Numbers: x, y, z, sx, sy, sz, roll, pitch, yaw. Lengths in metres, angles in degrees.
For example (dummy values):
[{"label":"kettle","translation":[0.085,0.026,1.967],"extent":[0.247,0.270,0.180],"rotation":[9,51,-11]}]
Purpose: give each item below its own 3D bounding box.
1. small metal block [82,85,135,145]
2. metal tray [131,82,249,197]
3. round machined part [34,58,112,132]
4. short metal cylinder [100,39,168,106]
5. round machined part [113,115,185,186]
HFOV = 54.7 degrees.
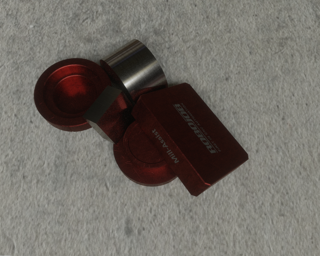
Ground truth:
[{"label":"small metal block","translation":[-0.059,-0.015,0.382],"extent":[0.025,0.050,0.050],"rotation":[23,69,34]},{"label":"metal tray","translation":[0.037,0.008,0.381],"extent":[0.091,0.030,0.130],"rotation":[-22,68,-42]},{"label":"round machined part","translation":[-0.111,-0.040,0.414],"extent":[0.099,0.042,0.098],"rotation":[0,70,-1]},{"label":"short metal cylinder","translation":[-0.034,-0.068,0.405],"extent":[0.050,0.080,0.080],"rotation":[-36,74,-12]},{"label":"round machined part","translation":[-0.010,0.022,0.392],"extent":[0.099,0.042,0.098],"rotation":[0,70,-1]}]
